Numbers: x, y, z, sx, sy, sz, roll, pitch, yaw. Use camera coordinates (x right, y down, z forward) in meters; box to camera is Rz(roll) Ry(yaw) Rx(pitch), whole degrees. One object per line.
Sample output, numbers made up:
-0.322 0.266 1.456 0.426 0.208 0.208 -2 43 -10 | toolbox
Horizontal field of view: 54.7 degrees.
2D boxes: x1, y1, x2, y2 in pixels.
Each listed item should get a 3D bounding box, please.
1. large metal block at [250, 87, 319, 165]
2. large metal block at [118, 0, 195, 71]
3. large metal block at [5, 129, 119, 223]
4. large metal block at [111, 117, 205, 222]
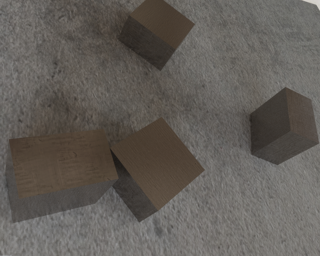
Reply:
0.185 -0.001 0.472 0.050 0.080 0.080 22 54 -16 | large metal block
-0.004 -0.149 0.478 0.080 0.050 0.080 36 51 -5 | large metal block
-0.095 0.045 0.290 0.081 0.080 0.050 -7 65 -32 | large metal block
-0.010 0.046 0.356 0.081 0.050 0.080 -32 80 -38 | large metal block
